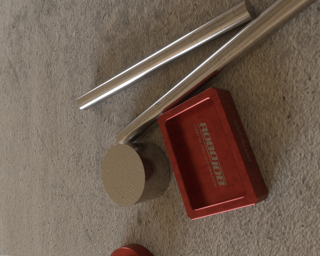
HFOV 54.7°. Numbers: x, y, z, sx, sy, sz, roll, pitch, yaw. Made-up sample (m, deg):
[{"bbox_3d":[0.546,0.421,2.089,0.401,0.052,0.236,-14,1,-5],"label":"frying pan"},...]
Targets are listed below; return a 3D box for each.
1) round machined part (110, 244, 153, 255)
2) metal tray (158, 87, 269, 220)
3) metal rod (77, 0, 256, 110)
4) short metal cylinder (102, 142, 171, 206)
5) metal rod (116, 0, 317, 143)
[{"bbox_3d":[-0.043,0.216,0.430,0.098,0.042,0.097,0,90,40],"label":"round machined part"},{"bbox_3d":[0.056,0.030,0.355,0.090,0.030,0.129,-28,73,36],"label":"metal tray"},{"bbox_3d":[-0.015,-0.083,0.417,0.299,0.025,0.025,-21,77,38],"label":"metal rod"},{"bbox_3d":[-0.033,0.060,0.416,0.080,0.050,0.080,0,90,40],"label":"short metal cylinder"},{"bbox_3d":[0.046,-0.059,0.366,0.299,0.025,0.025,-37,67,33],"label":"metal rod"}]
